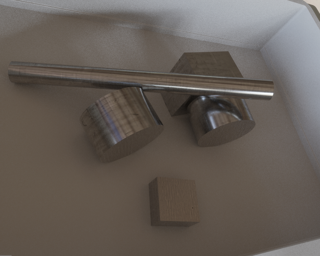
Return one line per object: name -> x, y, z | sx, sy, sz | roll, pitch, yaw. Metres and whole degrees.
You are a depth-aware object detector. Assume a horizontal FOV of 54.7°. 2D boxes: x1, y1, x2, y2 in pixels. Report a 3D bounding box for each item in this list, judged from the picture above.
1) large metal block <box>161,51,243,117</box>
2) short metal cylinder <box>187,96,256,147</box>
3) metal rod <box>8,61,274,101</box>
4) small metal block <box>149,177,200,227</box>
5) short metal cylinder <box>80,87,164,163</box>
large metal block -> 0.057, -0.063, 0.441 | 0.081, 0.080, 0.050 | -11, 68, -33
short metal cylinder -> 0.083, -0.013, 0.425 | 0.081, 0.080, 0.050 | -3, 64, -30
metal rod -> -0.019, -0.055, 0.364 | 0.302, 0.025, 0.025 | 4, 58, -3
small metal block -> 0.016, 0.087, 0.363 | 0.050, 0.025, 0.050 | 9, 58, -24
short metal cylinder -> -0.042, -0.003, 0.350 | 0.081, 0.080, 0.050 | -20, 73, -36
